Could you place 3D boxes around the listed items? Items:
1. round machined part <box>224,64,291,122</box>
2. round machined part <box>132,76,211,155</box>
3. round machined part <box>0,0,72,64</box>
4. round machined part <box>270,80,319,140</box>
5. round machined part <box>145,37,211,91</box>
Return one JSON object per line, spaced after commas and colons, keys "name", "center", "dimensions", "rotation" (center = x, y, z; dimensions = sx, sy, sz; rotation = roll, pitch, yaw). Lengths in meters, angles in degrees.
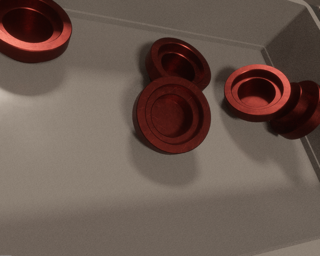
{"name": "round machined part", "center": [0.152, -0.050, 0.490], "dimensions": [0.098, 0.042, 0.098], "rotation": [-6, 59, 10]}
{"name": "round machined part", "center": [0.012, -0.014, 0.398], "dimensions": [0.099, 0.042, 0.097], "rotation": [3, 80, -19]}
{"name": "round machined part", "center": [-0.162, -0.119, 0.380], "dimensions": [0.099, 0.042, 0.098], "rotation": [14, 56, -21]}
{"name": "round machined part", "center": [0.213, -0.034, 0.496], "dimensions": [0.042, 0.098, 0.098], "rotation": [28, 52, -17]}
{"name": "round machined part", "center": [0.023, -0.083, 0.458], "dimensions": [0.099, 0.042, 0.098], "rotation": [15, 54, -21]}
